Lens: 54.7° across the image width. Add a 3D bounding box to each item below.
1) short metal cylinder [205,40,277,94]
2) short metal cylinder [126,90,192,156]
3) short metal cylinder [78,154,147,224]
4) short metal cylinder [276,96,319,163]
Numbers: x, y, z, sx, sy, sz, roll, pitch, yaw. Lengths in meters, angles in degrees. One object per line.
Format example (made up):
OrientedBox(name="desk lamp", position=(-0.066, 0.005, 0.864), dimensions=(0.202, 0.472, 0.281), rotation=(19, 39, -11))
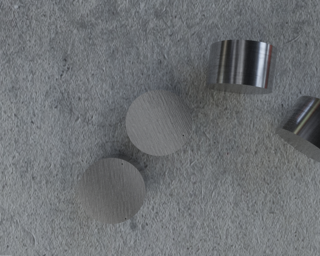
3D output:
OrientedBox(name="short metal cylinder", position=(0.100, -0.073, 0.383), dimensions=(0.080, 0.080, 0.050), rotation=(7, 90, 0))
OrientedBox(name="short metal cylinder", position=(-0.001, -0.006, 0.397), dimensions=(0.081, 0.050, 0.080), rotation=(0, 90, 0))
OrientedBox(name="short metal cylinder", position=(-0.058, 0.075, 0.397), dimensions=(0.081, 0.050, 0.080), rotation=(0, 90, 0))
OrientedBox(name="short metal cylinder", position=(0.194, 0.004, 0.384), dimensions=(0.080, 0.080, 0.050), rotation=(37, 90, 0))
